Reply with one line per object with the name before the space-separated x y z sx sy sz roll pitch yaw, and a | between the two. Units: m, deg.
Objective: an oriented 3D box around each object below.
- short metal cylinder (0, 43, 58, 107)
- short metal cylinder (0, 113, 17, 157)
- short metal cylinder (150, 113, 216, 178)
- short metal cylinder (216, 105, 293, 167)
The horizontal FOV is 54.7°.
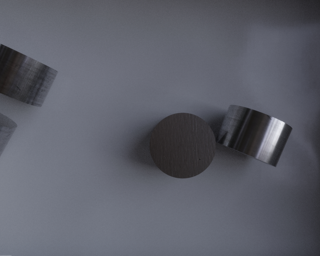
short metal cylinder | -0.175 -0.065 0.382 0.080 0.080 0.050 25 90 -1
short metal cylinder | -0.228 0.002 0.381 0.080 0.080 0.050 29 90 -1
short metal cylinder | 0.028 0.021 0.399 0.081 0.050 0.079 0 90 -1
short metal cylinder | 0.115 0.010 0.386 0.080 0.080 0.050 23 90 -1
